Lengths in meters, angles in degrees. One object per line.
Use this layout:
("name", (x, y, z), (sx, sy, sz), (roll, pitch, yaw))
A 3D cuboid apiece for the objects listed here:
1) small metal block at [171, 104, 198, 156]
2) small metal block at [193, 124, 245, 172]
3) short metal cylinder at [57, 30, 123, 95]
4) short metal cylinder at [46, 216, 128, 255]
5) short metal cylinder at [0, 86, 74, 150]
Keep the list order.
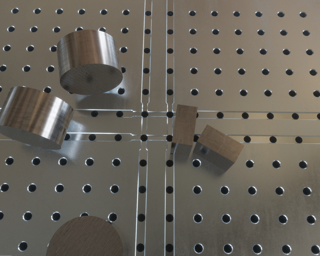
("small metal block", (0.030, 0.004, 0.397), (0.025, 0.050, 0.050), (8, 70, 3))
("small metal block", (0.072, 0.026, 0.389), (0.050, 0.050, 0.025), (30, 73, 10))
("short metal cylinder", (-0.094, -0.085, 0.413), (0.081, 0.080, 0.050), (-11, 71, -4))
("short metal cylinder", (-0.078, 0.141, 0.346), (0.081, 0.050, 0.080), (0, 70, 0))
("short metal cylinder", (-0.155, -0.010, 0.385), (0.080, 0.080, 0.050), (12, 71, 4))
